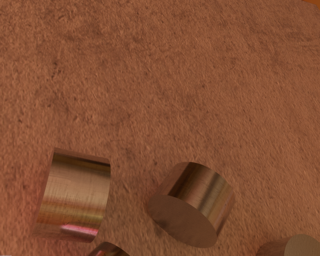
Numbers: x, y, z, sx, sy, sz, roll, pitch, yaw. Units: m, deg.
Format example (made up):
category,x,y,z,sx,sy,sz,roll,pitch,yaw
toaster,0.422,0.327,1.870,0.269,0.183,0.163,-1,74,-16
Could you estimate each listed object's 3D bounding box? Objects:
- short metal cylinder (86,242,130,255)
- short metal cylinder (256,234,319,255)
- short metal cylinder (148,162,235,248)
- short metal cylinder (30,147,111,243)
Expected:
category,x,y,z,sx,sy,sz,roll,pitch,yaw
short metal cylinder,-0.043,0.144,0.258,0.080,0.080,0.050,49,51,6
short metal cylinder,0.162,0.174,0.372,0.081,0.050,0.080,14,56,-21
short metal cylinder,0.034,0.083,0.338,0.080,0.080,0.050,41,51,-1
short metal cylinder,-0.083,0.062,0.287,0.050,0.080,0.080,15,56,-20
